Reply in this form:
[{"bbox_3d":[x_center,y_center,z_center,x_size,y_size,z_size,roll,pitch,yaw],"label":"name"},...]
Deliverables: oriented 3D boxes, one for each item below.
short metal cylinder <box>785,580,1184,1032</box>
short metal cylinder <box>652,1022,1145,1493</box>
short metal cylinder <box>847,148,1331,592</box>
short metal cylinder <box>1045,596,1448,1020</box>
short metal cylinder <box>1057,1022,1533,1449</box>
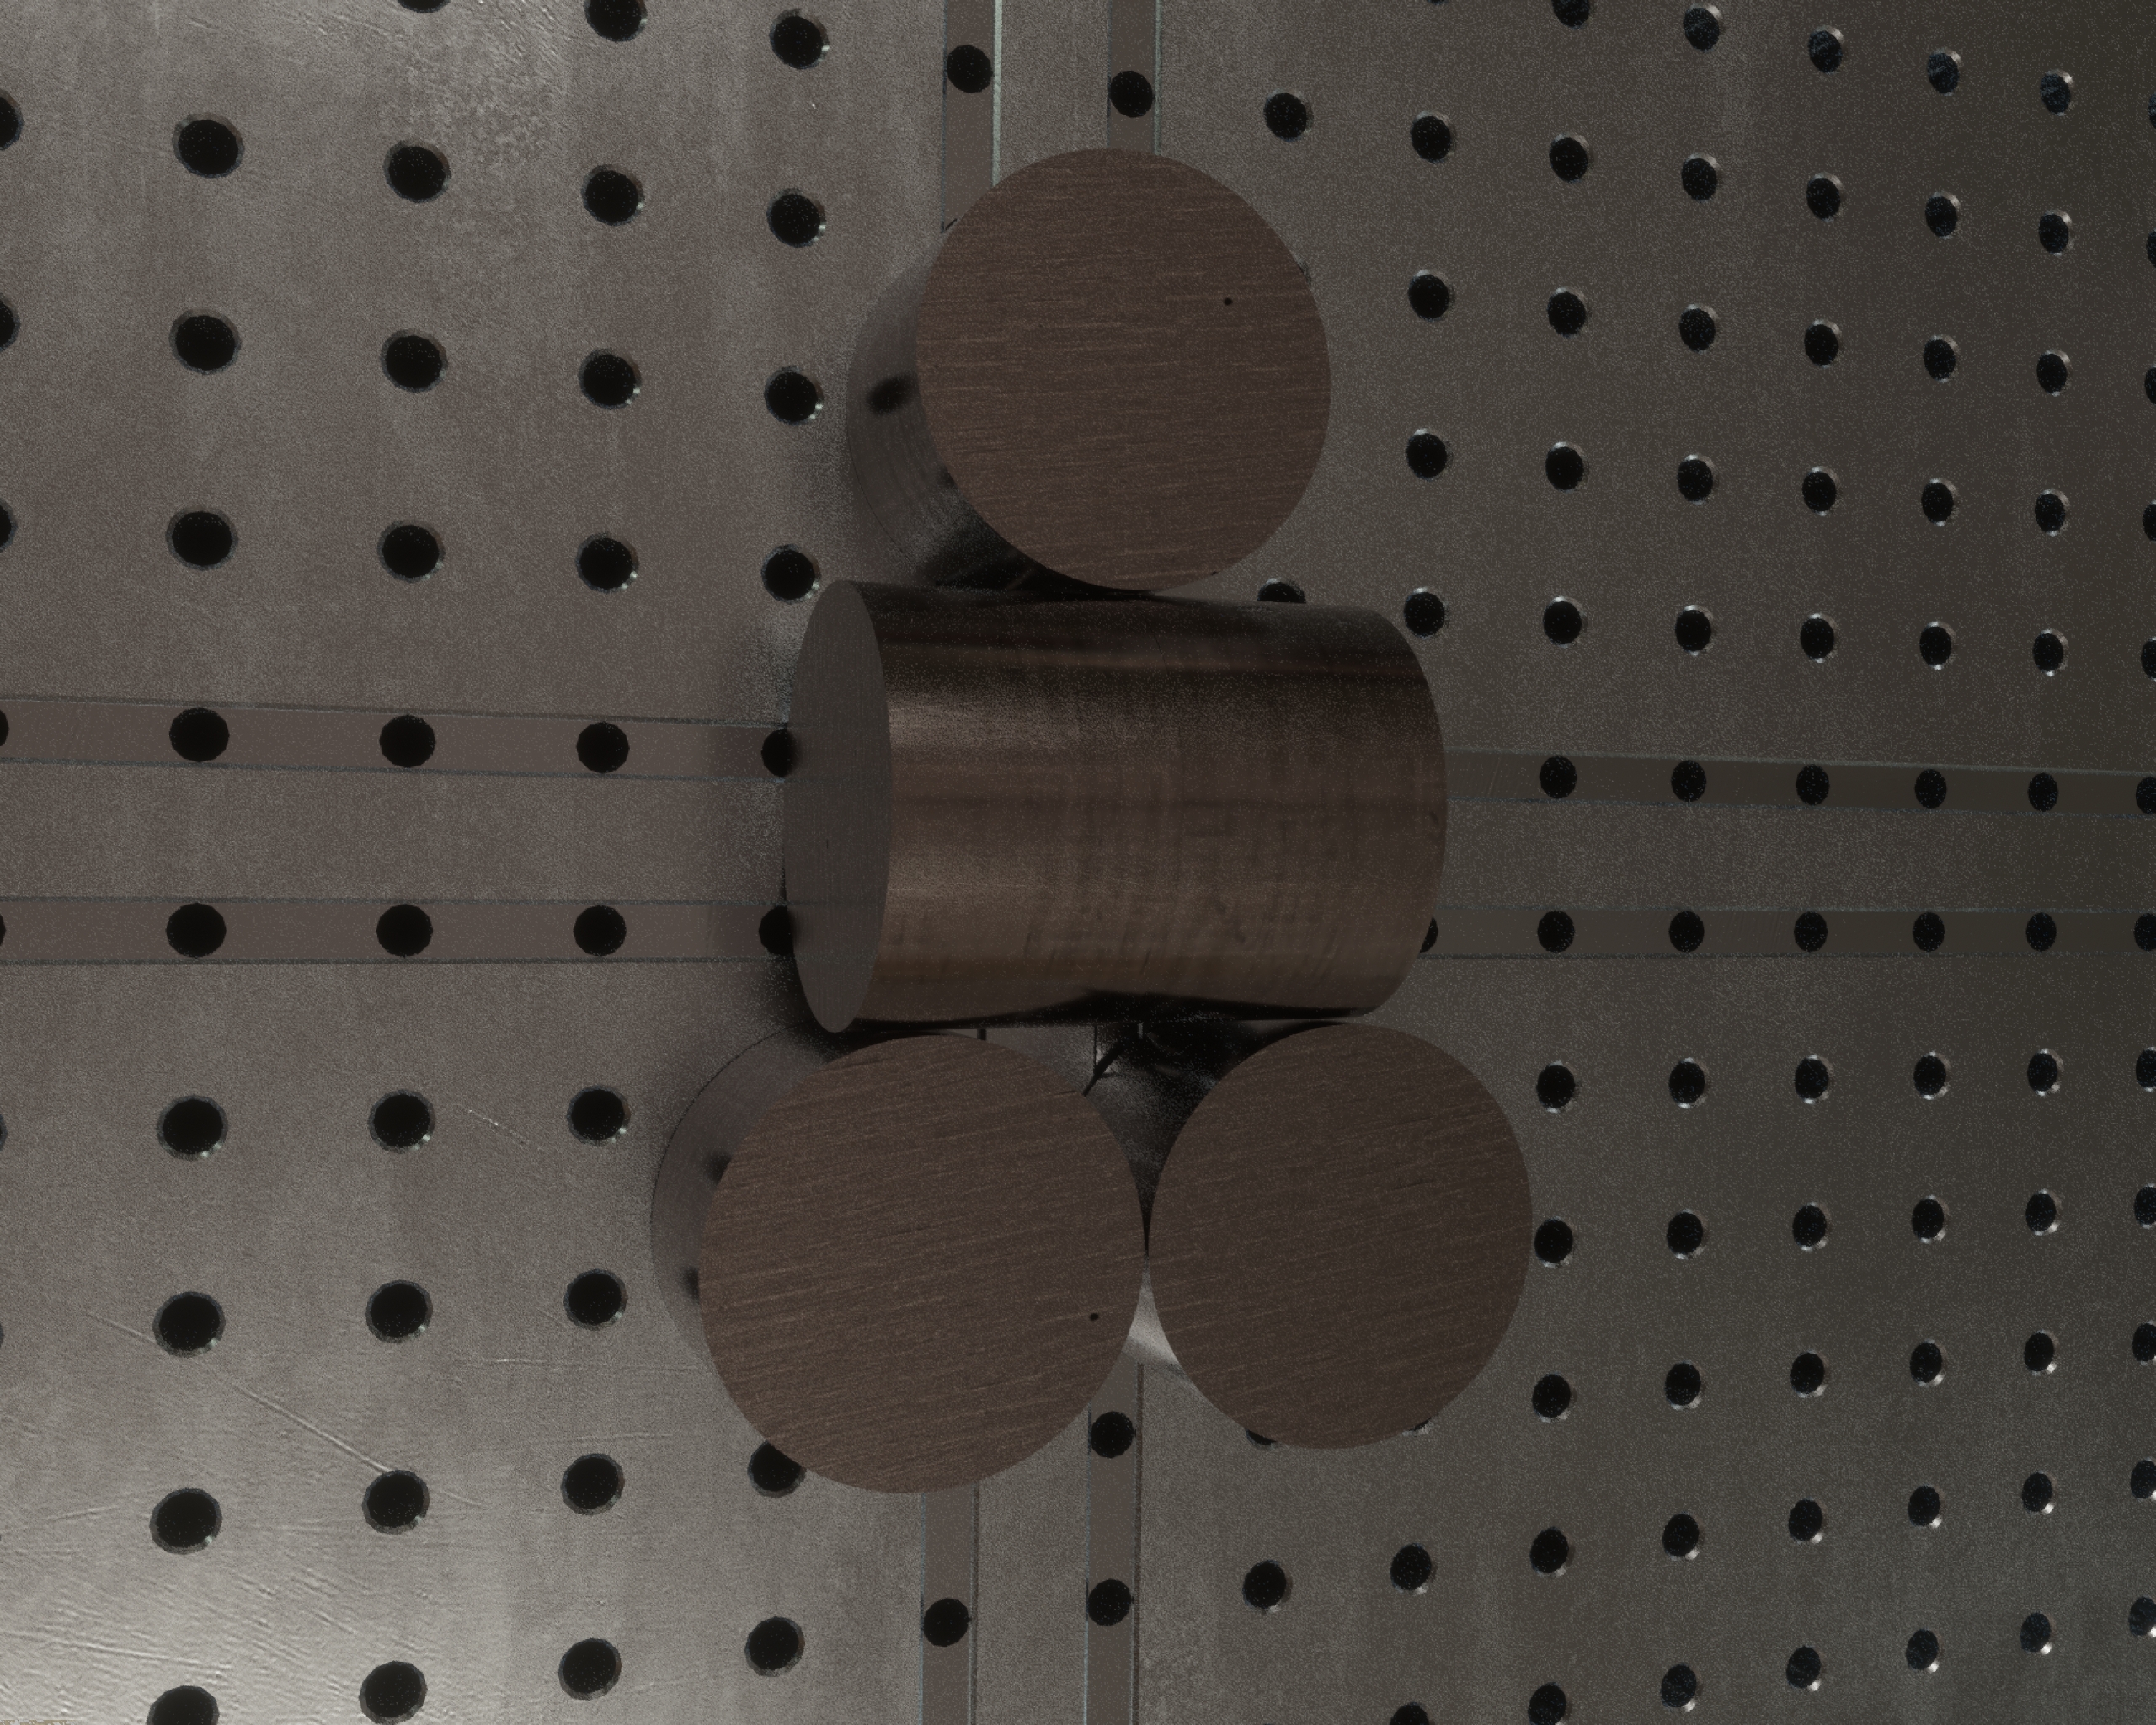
[{"bbox_3d":[-0.020,-0.010,0.377,0.050,0.080,0.079,0,90,-20],"label":"short metal cylinder"},{"bbox_3d":[-0.034,0.070,0.387,0.081,0.050,0.079,0,90,-21],"label":"short metal cylinder"},{"bbox_3d":[0.001,-0.089,0.400,0.081,0.050,0.079,0,90,-21],"label":"short metal cylinder"},{"bbox_3d":[0.027,-0.010,0.395,0.050,0.080,0.079,0,90,-20],"label":"short metal cylinder"},{"bbox_3d":[0.042,0.070,0.415,0.081,0.050,0.079,0,90,-21],"label":"short metal cylinder"}]
